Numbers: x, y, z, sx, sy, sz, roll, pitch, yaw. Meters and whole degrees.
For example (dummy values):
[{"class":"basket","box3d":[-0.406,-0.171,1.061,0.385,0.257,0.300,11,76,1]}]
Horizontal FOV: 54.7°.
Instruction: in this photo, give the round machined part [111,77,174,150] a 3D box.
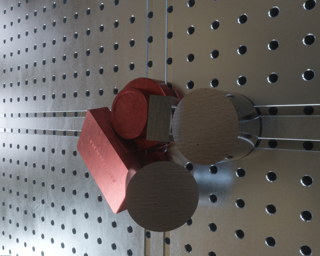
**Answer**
[{"class":"round machined part","box3d":[-0.028,-0.019,0.415,0.098,0.042,0.097,0,90,40]}]

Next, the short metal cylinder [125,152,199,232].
[{"class":"short metal cylinder","box3d":[0.000,0.072,0.360,0.050,0.081,0.079,-132,49,-80]}]

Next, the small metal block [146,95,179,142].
[{"class":"small metal block","box3d":[0.004,-0.011,0.360,0.025,0.050,0.050,5,93,12]}]

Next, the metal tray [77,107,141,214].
[{"class":"metal tray","box3d":[-0.071,0.044,0.445,0.130,0.030,0.089,53,136,26]}]

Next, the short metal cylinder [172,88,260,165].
[{"class":"short metal cylinder","box3d":[0.060,-0.002,0.339,0.080,0.050,0.079,0,90,40]}]
